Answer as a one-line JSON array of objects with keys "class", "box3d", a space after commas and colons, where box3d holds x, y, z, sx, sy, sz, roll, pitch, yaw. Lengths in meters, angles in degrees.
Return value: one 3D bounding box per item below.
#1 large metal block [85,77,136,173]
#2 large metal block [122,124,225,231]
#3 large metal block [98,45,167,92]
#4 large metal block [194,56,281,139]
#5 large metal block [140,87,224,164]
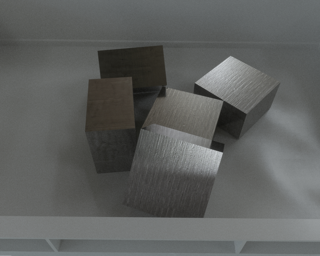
[{"class": "large metal block", "box3d": [-0.055, -0.003, 0.370, 0.050, 0.080, 0.080, -4, 50, -4]}, {"class": "large metal block", "box3d": [0.016, 0.047, 0.320, 0.080, 0.079, 0.050, 16, 10, 11]}, {"class": "large metal block", "box3d": [-0.037, -0.075, 0.423, 0.081, 0.080, 0.050, -6, 92, -5]}, {"class": "large metal block", "box3d": [0.102, -0.044, 0.425, 0.080, 0.050, 0.080, 36, 58, 26]}, {"class": "large metal block", "box3d": [0.028, 0.001, 0.388, 0.080, 0.050, 0.080, 15, 52, 12]}]
